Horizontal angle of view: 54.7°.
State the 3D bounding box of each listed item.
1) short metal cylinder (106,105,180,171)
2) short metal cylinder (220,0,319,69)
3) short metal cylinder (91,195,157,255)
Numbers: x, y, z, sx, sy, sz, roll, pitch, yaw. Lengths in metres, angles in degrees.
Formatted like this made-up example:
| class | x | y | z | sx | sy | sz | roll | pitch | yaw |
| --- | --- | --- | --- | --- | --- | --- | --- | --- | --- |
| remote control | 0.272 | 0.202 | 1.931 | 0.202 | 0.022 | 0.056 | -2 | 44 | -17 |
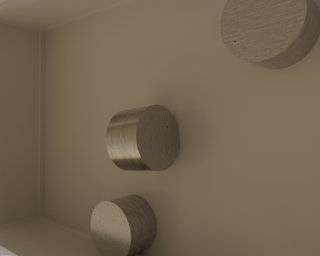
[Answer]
| class | x | y | z | sx | sy | sz | roll | pitch | yaw |
| --- | --- | --- | --- | --- | --- | --- | --- | --- | --- |
| short metal cylinder | -0.020 | 0.014 | 0.385 | 0.050 | 0.081 | 0.080 | -7 | 86 | 39 |
| short metal cylinder | 0.107 | -0.101 | 0.301 | 0.080 | 0.050 | 0.079 | 0 | 90 | 39 |
| short metal cylinder | -0.051 | 0.137 | 0.430 | 0.080 | 0.050 | 0.079 | 0 | 90 | 39 |
